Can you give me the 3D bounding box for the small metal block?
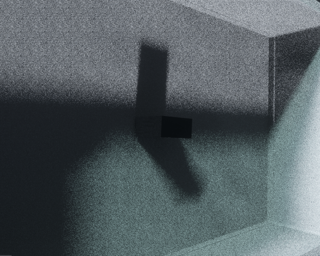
[{"bbox_3d":[0.005,-0.001,0.392,0.050,0.050,0.025,4,87,-40],"label":"small metal block"}]
